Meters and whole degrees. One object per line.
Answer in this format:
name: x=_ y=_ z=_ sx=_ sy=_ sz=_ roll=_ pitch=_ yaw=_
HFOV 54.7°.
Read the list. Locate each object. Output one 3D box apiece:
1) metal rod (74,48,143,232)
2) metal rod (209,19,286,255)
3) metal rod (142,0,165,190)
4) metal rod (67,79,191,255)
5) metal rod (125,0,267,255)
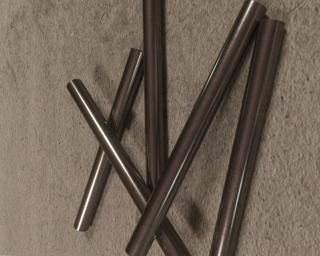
metal rod: x=-0.078 y=0.028 z=0.466 sx=0.025 sy=0.025 sz=0.298 roll=32 pitch=110 yaw=35
metal rod: x=0.087 y=0.039 z=0.332 sx=0.025 sy=0.025 sz=0.298 roll=17 pitch=100 yaw=38
metal rod: x=-0.008 y=-0.056 z=0.409 sx=0.025 sy=0.025 sz=0.298 roll=-2 pitch=89 yaw=39
metal rod: x=-0.052 y=0.044 z=0.411 sx=0.025 sy=0.025 sz=0.300 roll=-50 pitch=61 yaw=28
metal rod: x=0.036 y=0.007 z=0.336 sx=0.025 sy=0.025 sz=0.299 roll=29 pitch=97 yaw=36
